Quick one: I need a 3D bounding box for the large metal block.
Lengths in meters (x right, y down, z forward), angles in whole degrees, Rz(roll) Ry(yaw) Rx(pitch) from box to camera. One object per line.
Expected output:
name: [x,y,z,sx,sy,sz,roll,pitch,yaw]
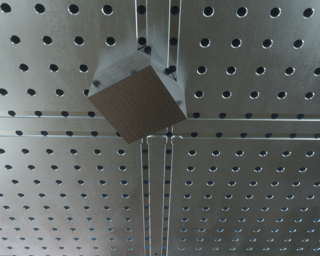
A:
large metal block: [-0.024,-0.038,0.363,0.080,0.050,0.080,-24,126,19]
